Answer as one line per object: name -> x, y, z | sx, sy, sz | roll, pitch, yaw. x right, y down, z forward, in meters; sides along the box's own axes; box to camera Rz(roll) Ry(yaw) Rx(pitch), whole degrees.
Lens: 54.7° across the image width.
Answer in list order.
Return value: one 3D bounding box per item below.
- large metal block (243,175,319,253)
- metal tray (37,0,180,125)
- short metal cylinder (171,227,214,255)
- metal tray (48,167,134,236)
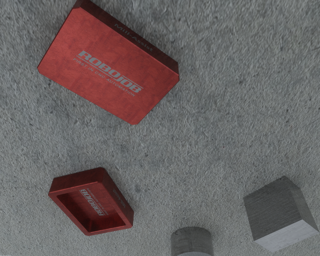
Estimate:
large metal block -> 0.187, 0.136, 0.488 | 0.050, 0.080, 0.080 | 37, 121, -27
metal tray -> -0.055, -0.067, 0.346 | 0.131, 0.030, 0.090 | 30, 124, -24
short metal cylinder -> 0.061, 0.232, 0.589 | 0.081, 0.050, 0.079 | 0, 130, 0
metal tray -> -0.108, 0.125, 0.508 | 0.090, 0.030, 0.130 | -15, 129, 12
